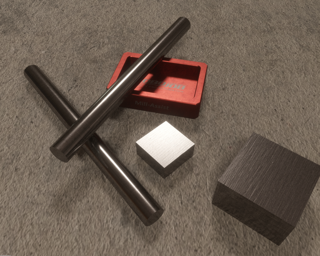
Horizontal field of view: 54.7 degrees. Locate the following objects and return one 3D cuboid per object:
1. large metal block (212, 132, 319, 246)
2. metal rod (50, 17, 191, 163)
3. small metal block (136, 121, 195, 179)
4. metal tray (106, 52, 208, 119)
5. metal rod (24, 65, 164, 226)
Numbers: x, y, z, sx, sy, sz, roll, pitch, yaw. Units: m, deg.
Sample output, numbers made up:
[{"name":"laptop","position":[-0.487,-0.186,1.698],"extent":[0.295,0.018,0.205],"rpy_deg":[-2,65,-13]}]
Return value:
[{"name":"large metal block","position":[0.115,0.063,0.336],"extent":[0.080,0.050,0.080],"rpy_deg":[30,56,22]},{"name":"metal rod","position":[-0.036,-0.071,0.422],"extent":[0.025,0.025,0.301],"rpy_deg":[24,54,18]},{"name":"small metal block","position":[0.006,0.026,0.382],"extent":[0.050,0.025,0.050],"rpy_deg":[-35,59,-26]},{"name":"metal tray","position":[-0.002,-0.065,0.454],"extent":[0.131,0.030,0.090],"rpy_deg":[10,51,7]},{"name":"metal rod","position":[-0.100,0.004,0.398],"extent":[0.025,0.025,0.300],"rpy_deg":[-32,57,-24]}]
